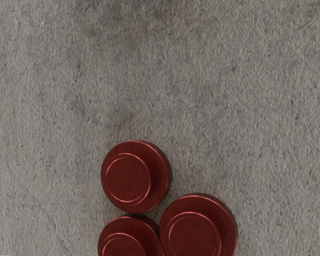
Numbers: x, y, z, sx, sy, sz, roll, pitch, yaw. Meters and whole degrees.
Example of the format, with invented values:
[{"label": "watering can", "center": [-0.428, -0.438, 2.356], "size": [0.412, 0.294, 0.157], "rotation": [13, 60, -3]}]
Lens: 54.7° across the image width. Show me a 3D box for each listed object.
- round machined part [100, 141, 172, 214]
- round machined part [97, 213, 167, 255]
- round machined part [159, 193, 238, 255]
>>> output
[{"label": "round machined part", "center": [-0.037, 0.066, 0.413], "size": [0.098, 0.042, 0.097], "rotation": [0, 90, 20]}, {"label": "round machined part", "center": [-0.042, 0.168, 0.415], "size": [0.098, 0.042, 0.097], "rotation": [0, 90, 20]}, {"label": "round machined part", "center": [0.044, 0.133, 0.384], "size": [0.098, 0.042, 0.097], "rotation": [0, 90, 19]}]
